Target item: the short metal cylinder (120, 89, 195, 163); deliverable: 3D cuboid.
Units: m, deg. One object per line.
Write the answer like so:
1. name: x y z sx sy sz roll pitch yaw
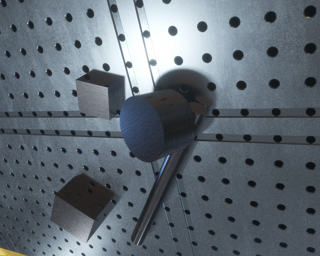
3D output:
1. short metal cylinder: -0.004 -0.004 0.375 0.080 0.050 0.079 21 119 43

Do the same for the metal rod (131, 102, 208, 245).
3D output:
1. metal rod: 0.003 0.087 0.461 0.025 0.025 0.298 28 128 10

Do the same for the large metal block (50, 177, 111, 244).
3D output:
1. large metal block: -0.146 0.150 0.562 0.080 0.050 0.079 30 128 8

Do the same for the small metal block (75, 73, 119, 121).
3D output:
1. small metal block: -0.086 -0.043 0.428 0.050 0.025 0.050 15 125 19
